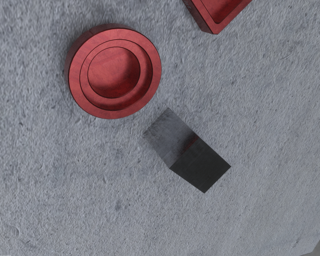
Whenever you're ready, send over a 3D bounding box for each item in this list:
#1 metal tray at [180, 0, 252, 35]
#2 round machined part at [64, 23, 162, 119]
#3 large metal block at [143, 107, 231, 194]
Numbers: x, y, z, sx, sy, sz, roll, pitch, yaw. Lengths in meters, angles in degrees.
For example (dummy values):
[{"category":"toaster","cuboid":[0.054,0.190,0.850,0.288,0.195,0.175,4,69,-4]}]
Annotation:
[{"category":"metal tray","cuboid":[0.052,-0.180,0.335,0.090,0.030,0.130,-45,125,0]},{"category":"round machined part","cuboid":[-0.051,-0.062,0.330,0.099,0.042,0.097,-14,124,-21]},{"category":"large metal block","cuboid":[0.035,0.029,0.408,0.050,0.080,0.080,-47,129,4]}]
